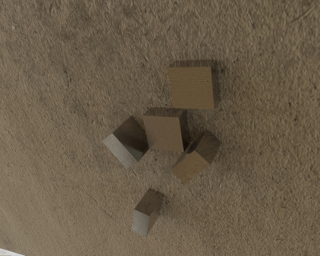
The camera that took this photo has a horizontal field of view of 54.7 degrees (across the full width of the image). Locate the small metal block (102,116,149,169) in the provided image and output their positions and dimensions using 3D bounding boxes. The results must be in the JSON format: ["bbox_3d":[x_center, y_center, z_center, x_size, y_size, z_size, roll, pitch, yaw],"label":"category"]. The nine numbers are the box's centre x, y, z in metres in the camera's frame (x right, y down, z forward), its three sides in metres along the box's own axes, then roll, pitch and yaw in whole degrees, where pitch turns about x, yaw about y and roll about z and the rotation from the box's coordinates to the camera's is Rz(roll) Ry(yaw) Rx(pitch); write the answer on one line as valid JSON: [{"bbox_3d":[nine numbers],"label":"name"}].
[{"bbox_3d":[-0.042,0.019,0.425,0.050,0.050,0.025,50,129,-7],"label":"small metal block"}]

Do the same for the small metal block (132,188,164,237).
[{"bbox_3d":[-0.019,0.131,0.482,0.025,0.050,0.050,20,126,16],"label":"small metal block"}]

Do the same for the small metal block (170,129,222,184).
[{"bbox_3d":[0.046,0.036,0.389,0.025,0.050,0.050,43,129,-1],"label":"small metal block"}]

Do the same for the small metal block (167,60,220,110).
[{"bbox_3d":[0.040,-0.050,0.355,0.050,0.025,0.050,4,121,26],"label":"small metal block"}]

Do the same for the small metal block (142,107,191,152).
[{"bbox_3d":[0.009,0.002,0.403,0.050,0.025,0.050,4,121,26],"label":"small metal block"}]
